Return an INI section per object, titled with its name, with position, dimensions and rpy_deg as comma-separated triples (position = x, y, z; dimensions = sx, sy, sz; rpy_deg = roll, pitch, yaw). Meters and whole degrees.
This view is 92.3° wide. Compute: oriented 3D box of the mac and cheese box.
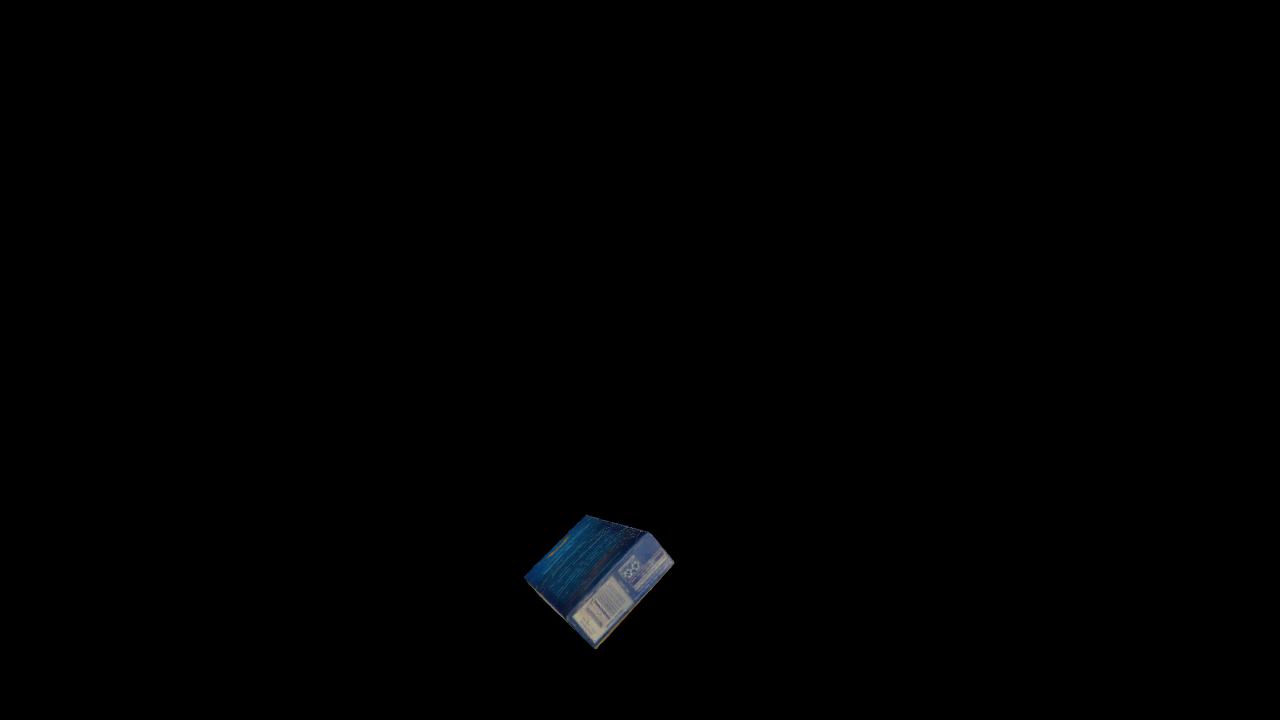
[mac and cheese box]
position = -0.045, 0.192, 0.560
dimensions = 0.093, 0.041, 0.184
rpy_deg = -43, 7, -21
